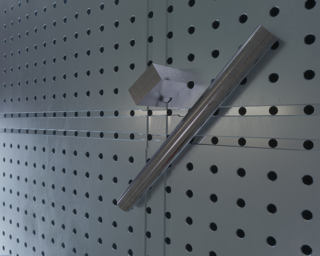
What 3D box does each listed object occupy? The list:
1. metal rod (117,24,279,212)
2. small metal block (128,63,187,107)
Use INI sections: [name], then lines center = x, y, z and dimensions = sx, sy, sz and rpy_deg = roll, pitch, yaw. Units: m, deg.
[metal rod]
center = 0.030, 0.006, 0.384
dimensions = 0.298, 0.025, 0.025
rpy_deg = -52, 60, 27
[small metal block]
center = -0.003, -0.053, 0.396
dimensions = 0.050, 0.050, 0.025
rpy_deg = -42, 65, 32
